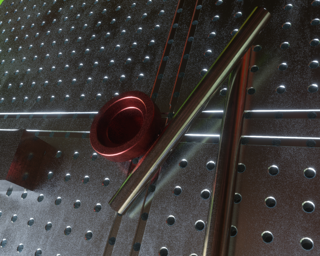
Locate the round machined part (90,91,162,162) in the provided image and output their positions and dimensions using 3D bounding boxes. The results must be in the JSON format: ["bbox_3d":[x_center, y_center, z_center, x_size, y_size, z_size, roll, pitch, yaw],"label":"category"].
[{"bbox_3d":[-0.041,0.002,0.413,0.098,0.042,0.098,-16,52,22],"label":"round machined part"}]

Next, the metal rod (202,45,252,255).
[{"bbox_3d":[0.082,0.008,0.359,0.025,0.025,0.300,0,61,27],"label":"metal rod"}]

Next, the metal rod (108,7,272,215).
[{"bbox_3d":[0.038,-0.022,0.380,0.025,0.025,0.300,35,88,38],"label":"metal rod"}]

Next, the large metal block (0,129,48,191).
[{"bbox_3d":[-0.234,0.052,0.480,0.080,0.050,0.080,-6,59,25],"label":"large metal block"}]
